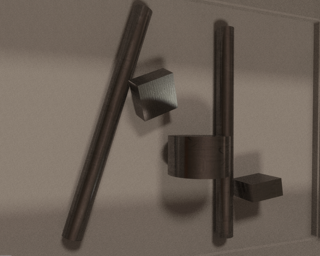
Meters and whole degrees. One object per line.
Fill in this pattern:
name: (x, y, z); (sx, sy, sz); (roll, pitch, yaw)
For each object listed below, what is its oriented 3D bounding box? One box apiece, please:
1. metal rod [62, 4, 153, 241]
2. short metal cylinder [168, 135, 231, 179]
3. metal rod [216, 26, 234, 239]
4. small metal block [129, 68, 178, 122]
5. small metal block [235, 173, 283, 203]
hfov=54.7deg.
metal rod: (-0.064, -0.011, 0.387); (0.025, 0.025, 0.299); (18, 84, -20)
short metal cylinder: (0.050, 0.035, 0.401); (0.081, 0.080, 0.050); (0, 90, -20)
metal rod: (0.093, 0.006, 0.446); (0.025, 0.025, 0.298); (0, 90, -20)
small metal block: (-0.008, -0.043, 0.397); (0.050, 0.025, 0.050); (-24, 125, -22)
small metal block: (0.140, 0.086, 0.451); (0.050, 0.050, 0.025); (-8, 93, -20)
